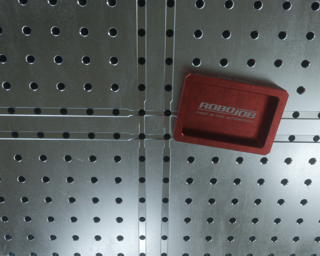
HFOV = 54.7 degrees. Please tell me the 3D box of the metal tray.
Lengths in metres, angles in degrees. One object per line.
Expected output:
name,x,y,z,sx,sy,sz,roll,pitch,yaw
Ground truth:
metal tray,0.088,-0.019,0.404,0.131,0.030,0.089,9,110,-4
